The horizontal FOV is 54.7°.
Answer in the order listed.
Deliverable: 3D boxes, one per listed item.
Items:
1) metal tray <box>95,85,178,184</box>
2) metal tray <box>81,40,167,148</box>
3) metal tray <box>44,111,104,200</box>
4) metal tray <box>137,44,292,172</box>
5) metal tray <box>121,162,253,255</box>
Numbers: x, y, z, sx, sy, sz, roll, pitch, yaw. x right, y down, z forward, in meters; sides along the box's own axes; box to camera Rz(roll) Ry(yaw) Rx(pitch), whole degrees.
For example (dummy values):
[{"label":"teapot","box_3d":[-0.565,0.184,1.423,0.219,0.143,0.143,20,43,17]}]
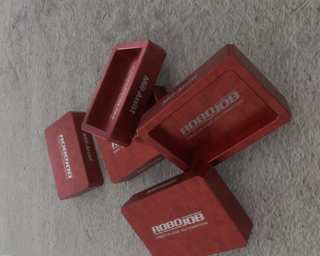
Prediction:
[{"label":"metal tray","box_3d":[-0.032,0.011,0.428,0.130,0.030,0.090,-35,68,34]},{"label":"metal tray","box_3d":[-0.050,-0.047,0.404,0.090,0.030,0.130,15,82,53]},{"label":"metal tray","box_3d":[-0.149,0.047,0.525,0.090,0.030,0.129,-28,73,36]},{"label":"metal tray","box_3d":[0.052,-0.010,0.319,0.130,0.090,0.030,-38,23,31]},{"label":"metal tray","box_3d":[0.026,0.103,0.357,0.130,0.030,0.090,-31,96,35]}]
